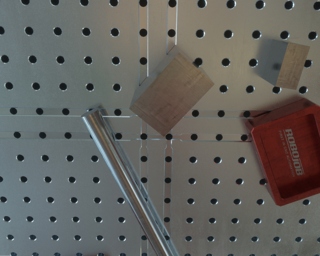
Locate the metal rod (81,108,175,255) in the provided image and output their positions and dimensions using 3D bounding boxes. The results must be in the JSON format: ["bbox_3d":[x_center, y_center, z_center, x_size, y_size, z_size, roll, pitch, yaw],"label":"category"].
[{"bbox_3d":[-0.033,0.108,0.452,0.025,0.025,0.299,-22,109,8],"label":"metal rod"}]

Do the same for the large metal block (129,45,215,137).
[{"bbox_3d":[0.012,-0.047,0.367,0.050,0.080,0.080,40,105,-13],"label":"large metal block"}]

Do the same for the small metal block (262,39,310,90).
[{"bbox_3d":[0.149,-0.078,0.373,0.025,0.050,0.050,9,110,-3],"label":"small metal block"}]

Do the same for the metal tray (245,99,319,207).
[{"bbox_3d":[0.182,0.036,0.425,0.090,0.030,0.129,-22,109,7],"label":"metal tray"}]
